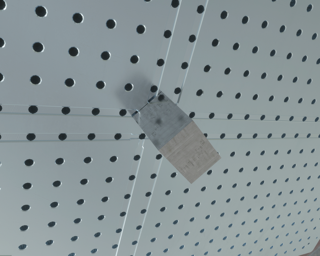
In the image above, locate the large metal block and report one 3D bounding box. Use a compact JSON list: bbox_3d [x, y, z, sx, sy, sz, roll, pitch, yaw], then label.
[{"bbox_3d":[0.021,0.012,0.393,0.050,0.080,0.080,-41,130,0],"label":"large metal block"}]
